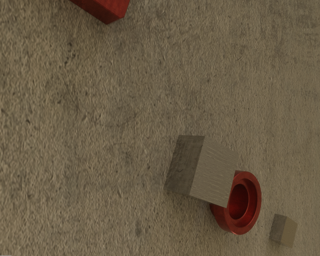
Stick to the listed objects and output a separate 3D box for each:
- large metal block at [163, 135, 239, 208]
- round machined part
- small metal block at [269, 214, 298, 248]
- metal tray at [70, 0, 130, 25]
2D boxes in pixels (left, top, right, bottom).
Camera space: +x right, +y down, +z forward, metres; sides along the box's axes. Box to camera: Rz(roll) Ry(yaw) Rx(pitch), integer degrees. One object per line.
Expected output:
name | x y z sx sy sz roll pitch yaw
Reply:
large metal block | 0.061 0.062 0.442 0.080 0.050 0.080 27 73 -37
round machined part | 0.117 0.116 0.495 0.099 0.042 0.097 0 90 -40
small metal block | 0.246 0.205 0.615 0.050 0.025 0.050 36 68 -35
metal tray | -0.086 -0.185 0.331 0.131 0.030 0.090 26 74 -37
